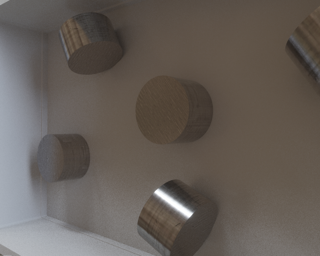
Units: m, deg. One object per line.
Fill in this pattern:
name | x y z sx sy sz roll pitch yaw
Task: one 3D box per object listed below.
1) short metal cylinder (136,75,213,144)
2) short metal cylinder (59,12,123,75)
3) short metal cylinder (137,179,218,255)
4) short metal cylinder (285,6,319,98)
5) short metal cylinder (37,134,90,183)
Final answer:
short metal cylinder | 0.017 -0.021 0.377 0.080 0.050 0.080 0 90 40
short metal cylinder | -0.101 -0.122 0.455 0.080 0.081 0.050 -34 69 35
short metal cylinder | 0.021 0.106 0.354 0.050 0.081 0.079 29 108 36
short metal cylinder | 0.151 -0.066 0.246 0.080 0.081 0.050 -40 66 33
short metal cylinder | -0.164 0.050 0.527 0.080 0.050 0.080 0 90 40
